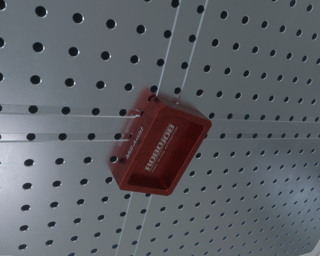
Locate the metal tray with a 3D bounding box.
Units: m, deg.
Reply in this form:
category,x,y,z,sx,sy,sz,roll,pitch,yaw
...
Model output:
category,x,y,z,sx,sy,sz,roll,pitch,yaw
metal tray,0.003,0.030,0.426,0.091,0.030,0.129,16,110,-35
